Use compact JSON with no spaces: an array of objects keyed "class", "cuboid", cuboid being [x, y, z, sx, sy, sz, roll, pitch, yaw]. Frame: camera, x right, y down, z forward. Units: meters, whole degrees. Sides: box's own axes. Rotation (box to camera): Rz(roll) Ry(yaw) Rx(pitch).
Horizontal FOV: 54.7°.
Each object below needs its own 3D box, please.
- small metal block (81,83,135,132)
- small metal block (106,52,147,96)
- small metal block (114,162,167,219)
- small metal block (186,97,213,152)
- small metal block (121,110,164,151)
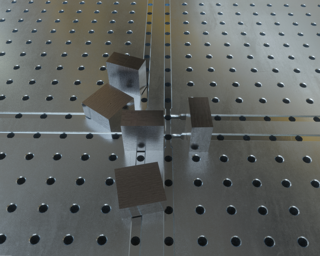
[{"class":"small metal block","cuboid":[-0.071,-0.030,0.432,0.050,0.025,0.050,30,56,23]},{"class":"small metal block","cuboid":[-0.049,-0.080,0.458,0.050,0.050,0.025,17,52,13]},{"class":"small metal block","cuboid":[-0.022,0.069,0.349,0.050,0.025,0.050,-9,51,-8]},{"class":"small metal block","cuboid":[0.049,-0.004,0.395,0.025,0.050,0.050,-1,50,-1]},{"class":"small metal block","cuboid":[-0.021,0.004,0.388,0.050,0.050,0.025,0,50,-1]}]
